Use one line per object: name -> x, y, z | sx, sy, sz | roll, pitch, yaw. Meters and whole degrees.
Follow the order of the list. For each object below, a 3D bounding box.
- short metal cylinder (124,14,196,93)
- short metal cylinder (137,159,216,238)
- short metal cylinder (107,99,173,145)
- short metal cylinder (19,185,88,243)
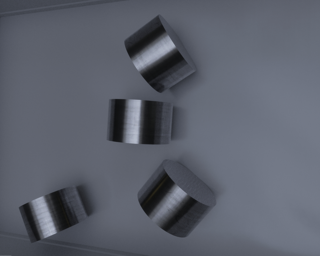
short metal cylinder -> 0.002, -0.090, 0.381 | 0.050, 0.080, 0.080 | -32, 80, 17
short metal cylinder -> 0.020, 0.083, 0.374 | 0.080, 0.080, 0.050 | 41, 103, 15
short metal cylinder -> -0.025, -0.008, 0.390 | 0.080, 0.080, 0.050 | 4, 92, 20
short metal cylinder -> -0.147, 0.119, 0.433 | 0.080, 0.080, 0.050 | -26, 82, 18
